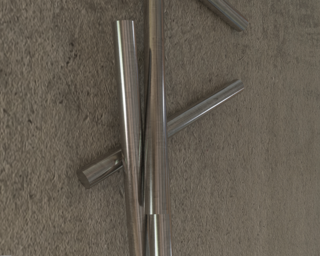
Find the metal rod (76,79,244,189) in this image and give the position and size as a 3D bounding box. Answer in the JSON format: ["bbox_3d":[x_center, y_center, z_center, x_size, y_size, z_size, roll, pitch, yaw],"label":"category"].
[{"bbox_3d":[0.022,-0.007,0.423,0.302,0.025,0.025,-31,109,-36],"label":"metal rod"}]

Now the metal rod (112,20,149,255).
[{"bbox_3d":[-0.030,0.036,0.346,0.025,0.025,0.298,-9,98,-40],"label":"metal rod"}]

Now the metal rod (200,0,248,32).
[{"bbox_3d":[0.026,-0.216,0.425,0.302,0.025,0.025,22,77,-38],"label":"metal rod"}]

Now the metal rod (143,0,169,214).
[{"bbox_3d":[-0.006,-0.055,0.359,0.025,0.025,0.299,11,71,-40],"label":"metal rod"}]

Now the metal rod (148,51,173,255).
[{"bbox_3d":[-0.002,0.042,0.360,0.025,0.025,0.299,10,71,-40],"label":"metal rod"}]
